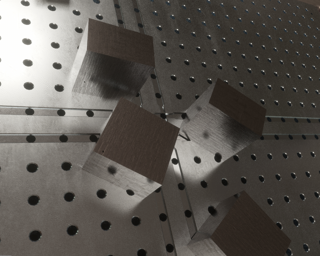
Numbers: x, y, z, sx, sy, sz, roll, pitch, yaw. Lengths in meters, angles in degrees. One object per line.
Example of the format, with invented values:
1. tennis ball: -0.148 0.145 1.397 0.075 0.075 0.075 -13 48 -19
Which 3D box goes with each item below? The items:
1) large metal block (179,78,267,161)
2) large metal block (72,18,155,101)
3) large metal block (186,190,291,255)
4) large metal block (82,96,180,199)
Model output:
1. large metal block: 0.084 -0.009 0.426 0.080 0.080 0.050 32 52 -8
2. large metal block: -0.061 -0.080 0.390 0.081 0.080 0.050 9 58 -24
3. large metal block: 0.093 0.135 0.362 0.080 0.050 0.080 48 51 5
4. large metal block: -0.032 0.023 0.362 0.080 0.050 0.080 28 52 -11
